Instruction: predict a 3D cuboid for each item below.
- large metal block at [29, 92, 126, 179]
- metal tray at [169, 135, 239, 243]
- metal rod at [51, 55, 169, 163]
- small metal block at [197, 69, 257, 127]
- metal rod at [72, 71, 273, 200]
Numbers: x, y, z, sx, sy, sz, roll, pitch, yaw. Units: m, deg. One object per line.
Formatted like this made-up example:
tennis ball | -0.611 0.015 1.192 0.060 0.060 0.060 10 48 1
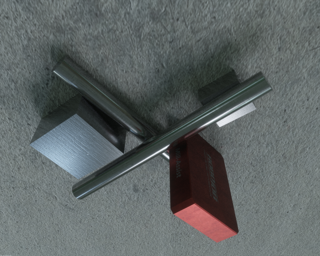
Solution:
large metal block | -0.101 0.010 0.398 0.080 0.050 0.080 -30 125 22
metal tray | 0.053 0.066 0.396 0.030 0.130 0.090 -35 122 26
metal rod | -0.013 0.012 0.419 0.025 0.025 0.301 -35 123 25
small metal block | 0.082 -0.035 0.380 0.050 0.025 0.050 -28 125 21
metal rod | -0.002 0.021 0.393 0.300 0.025 0.025 -32 124 23
